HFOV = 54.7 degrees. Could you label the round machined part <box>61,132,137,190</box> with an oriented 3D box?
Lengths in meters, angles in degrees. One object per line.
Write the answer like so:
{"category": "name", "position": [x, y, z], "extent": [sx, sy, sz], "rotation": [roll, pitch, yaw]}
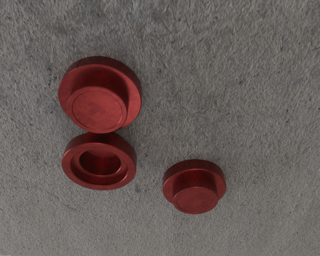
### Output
{"category": "round machined part", "position": [-0.081, 0.040, 0.428], "extent": [0.099, 0.042, 0.097], "rotation": [0, 132, 0]}

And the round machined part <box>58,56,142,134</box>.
{"category": "round machined part", "position": [-0.071, -0.032, 0.368], "extent": [0.099, 0.042, 0.097], "rotation": [0, 130, 0]}

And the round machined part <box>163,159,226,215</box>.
{"category": "round machined part", "position": [0.053, 0.097, 0.479], "extent": [0.099, 0.042, 0.097], "rotation": [0, 130, 0]}
